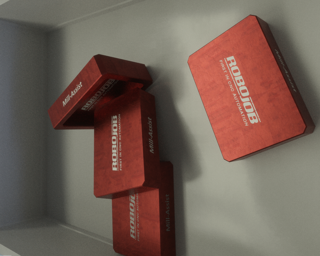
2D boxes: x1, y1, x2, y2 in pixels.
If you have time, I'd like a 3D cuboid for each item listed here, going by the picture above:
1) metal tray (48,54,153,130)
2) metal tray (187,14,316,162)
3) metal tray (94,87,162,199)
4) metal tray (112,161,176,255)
[{"bbox_3d":[-0.084,-0.044,0.434,0.130,0.091,0.030,-38,67,33],"label":"metal tray"},{"bbox_3d":[0.091,-0.039,0.329,0.090,0.030,0.129,-29,72,36],"label":"metal tray"},{"bbox_3d":[-0.047,0.022,0.410,0.090,0.030,0.130,-21,63,34],"label":"metal tray"},{"bbox_3d":[-0.025,0.110,0.424,0.090,0.030,0.129,-3,88,40],"label":"metal tray"}]
